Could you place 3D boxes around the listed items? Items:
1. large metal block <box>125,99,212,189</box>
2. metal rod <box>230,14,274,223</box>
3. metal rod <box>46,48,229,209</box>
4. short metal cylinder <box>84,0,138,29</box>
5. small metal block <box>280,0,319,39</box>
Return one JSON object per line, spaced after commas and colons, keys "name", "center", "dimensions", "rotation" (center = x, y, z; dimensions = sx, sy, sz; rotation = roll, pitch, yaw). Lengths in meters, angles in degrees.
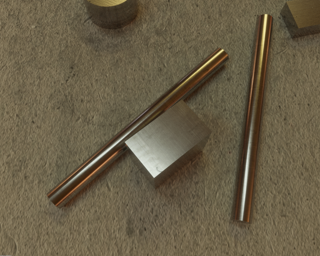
{"name": "large metal block", "center": [0.009, 0.023, 0.371], "dimensions": [0.080, 0.080, 0.050], "rotation": [-37, 74, -12]}
{"name": "metal rod", "center": [0.128, -0.026, 0.418], "dimensions": [0.025, 0.025, 0.299], "rotation": [11, 70, 4]}
{"name": "metal rod", "center": [-0.020, -0.008, 0.411], "dimensions": [0.301, 0.025, 0.025], "rotation": [-42, 75, -14]}
{"name": "short metal cylinder", "center": [-0.075, -0.198, 0.467], "dimensions": [0.081, 0.050, 0.080], "rotation": [0, 70, 0]}
{"name": "small metal block", "center": [0.220, -0.169, 0.472], "dimensions": [0.050, 0.025, 0.050], "rotation": [-12, 71, -5]}
